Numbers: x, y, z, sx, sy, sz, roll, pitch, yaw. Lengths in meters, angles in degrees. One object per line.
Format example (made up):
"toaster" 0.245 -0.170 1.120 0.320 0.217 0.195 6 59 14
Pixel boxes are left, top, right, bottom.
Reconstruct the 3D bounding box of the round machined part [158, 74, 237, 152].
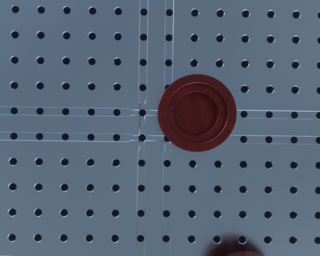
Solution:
"round machined part" 0.046 -0.019 0.406 0.099 0.042 0.097 0 90 -1

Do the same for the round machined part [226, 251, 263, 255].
"round machined part" 0.110 0.210 0.407 0.099 0.042 0.097 0 90 -1
